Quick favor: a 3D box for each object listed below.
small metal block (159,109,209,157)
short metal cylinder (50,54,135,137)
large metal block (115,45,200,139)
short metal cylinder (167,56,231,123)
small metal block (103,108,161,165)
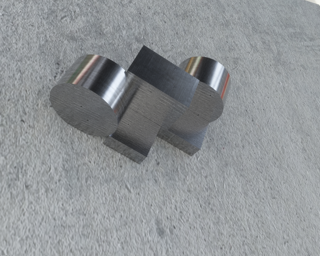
[{"bbox_3d":[0.034,0.003,0.422,0.050,0.025,0.050,31,52,-8],"label":"small metal block"},{"bbox_3d":[-0.075,-0.035,0.351,0.080,0.080,0.050,31,52,-9],"label":"short metal cylinder"},{"bbox_3d":[-0.010,-0.042,0.391,0.080,0.080,0.050,31,52,-9],"label":"large metal block"},{"bbox_3d":[0.053,-0.051,0.430,0.080,0.080,0.050,31,52,-9],"label":"short metal cylinder"},{"bbox_3d":[-0.034,0.009,0.382,0.050,0.025,0.050,31,52,-8],"label":"small metal block"}]
